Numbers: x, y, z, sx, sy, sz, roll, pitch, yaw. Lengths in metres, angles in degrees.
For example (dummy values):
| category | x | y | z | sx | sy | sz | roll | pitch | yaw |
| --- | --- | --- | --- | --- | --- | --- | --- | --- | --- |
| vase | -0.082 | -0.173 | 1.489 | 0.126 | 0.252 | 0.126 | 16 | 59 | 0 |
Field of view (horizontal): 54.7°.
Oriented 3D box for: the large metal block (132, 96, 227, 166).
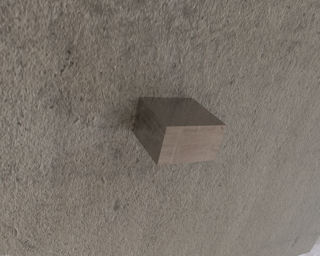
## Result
| category | x | y | z | sx | sy | sz | roll | pitch | yaw |
| --- | --- | --- | --- | --- | --- | --- | --- | --- | --- |
| large metal block | 0.021 | 0.000 | 0.386 | 0.081 | 0.080 | 0.050 | -1 | 119 | -28 |
